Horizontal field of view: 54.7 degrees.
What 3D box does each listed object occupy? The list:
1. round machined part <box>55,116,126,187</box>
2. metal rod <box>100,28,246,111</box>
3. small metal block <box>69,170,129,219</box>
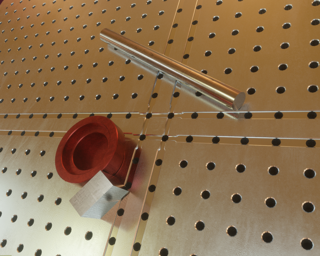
[{"bbox_3d":[-0.089,0.035,0.420,0.098,0.042,0.098,-13,56,21],"label":"round machined part"},{"bbox_3d":[-0.001,-0.100,0.468,0.300,0.025,0.025,35,81,38],"label":"metal rod"},{"bbox_3d":[-0.072,0.082,0.375,0.050,0.050,0.025,-44,66,-3],"label":"small metal block"}]
